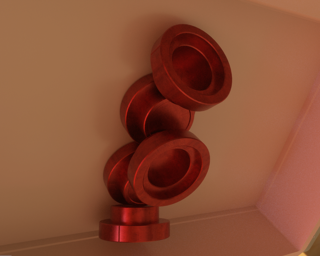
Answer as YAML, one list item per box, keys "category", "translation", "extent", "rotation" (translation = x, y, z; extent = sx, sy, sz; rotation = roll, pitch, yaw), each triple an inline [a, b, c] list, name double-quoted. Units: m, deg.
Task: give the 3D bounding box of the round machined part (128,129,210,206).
- category: "round machined part"
  translation: [0.007, 0.043, 0.372]
  extent: [0.099, 0.042, 0.097]
  rotation: [-14, 125, -21]

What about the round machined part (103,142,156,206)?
- category: "round machined part"
  translation: [-0.024, 0.069, 0.426]
  extent: [0.099, 0.042, 0.097]
  rotation: [-14, 125, -21]

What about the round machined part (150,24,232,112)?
- category: "round machined part"
  translation: [0.031, -0.064, 0.351]
  extent: [0.099, 0.098, 0.042]
  rotation: [7, 157, -32]

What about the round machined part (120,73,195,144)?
- category: "round machined part"
  translation: [0.004, -0.017, 0.388]
  extent: [0.099, 0.042, 0.097]
  rotation: [-14, 125, -21]

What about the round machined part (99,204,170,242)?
- category: "round machined part"
  translation: [-0.035, 0.130, 0.435]
  extent: [0.099, 0.098, 0.042]
  rotation: [6, 78, -32]
